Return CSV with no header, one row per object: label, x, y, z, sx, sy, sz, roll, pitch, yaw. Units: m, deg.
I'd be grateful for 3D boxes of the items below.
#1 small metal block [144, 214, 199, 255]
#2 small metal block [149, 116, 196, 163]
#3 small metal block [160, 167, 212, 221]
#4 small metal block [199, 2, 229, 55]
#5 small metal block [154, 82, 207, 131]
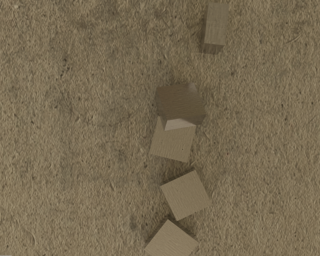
small metal block,0.015,0.152,0.410,0.050,0.025,0.050,38,90,0
small metal block,0.016,0.015,0.410,0.050,0.025,0.050,14,90,0
small metal block,0.034,0.087,0.410,0.050,0.025,0.050,-25,90,0
small metal block,0.068,-0.126,0.398,0.025,0.050,0.050,6,90,0
small metal block,0.025,-0.028,0.394,0.050,0.025,0.050,-10,61,-14
